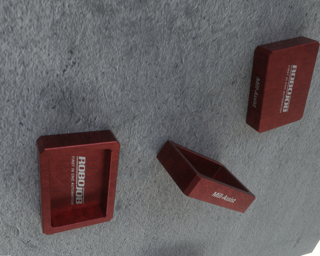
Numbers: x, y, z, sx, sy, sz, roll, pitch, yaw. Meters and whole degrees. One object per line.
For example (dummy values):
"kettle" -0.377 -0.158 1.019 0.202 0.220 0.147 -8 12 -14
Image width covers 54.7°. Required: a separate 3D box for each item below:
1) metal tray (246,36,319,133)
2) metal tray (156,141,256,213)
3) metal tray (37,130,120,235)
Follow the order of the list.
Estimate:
"metal tray" 0.181 -0.063 0.463 0.091 0.030 0.129 -16 125 -19
"metal tray" 0.066 0.070 0.444 0.131 0.090 0.030 25 105 -37
"metal tray" -0.103 0.069 0.389 0.091 0.030 0.129 -5 121 -26
